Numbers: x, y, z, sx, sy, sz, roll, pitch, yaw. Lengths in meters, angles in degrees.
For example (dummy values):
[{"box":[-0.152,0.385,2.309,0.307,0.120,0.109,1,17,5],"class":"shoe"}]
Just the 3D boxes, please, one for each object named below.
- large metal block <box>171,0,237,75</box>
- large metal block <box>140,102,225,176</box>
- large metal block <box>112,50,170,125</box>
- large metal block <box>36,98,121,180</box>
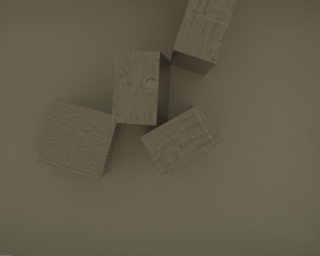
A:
[{"box":[0.051,-0.117,0.384,0.050,0.080,0.080,18,90,0],"class":"large metal block"},{"box":[0.025,0.012,0.384,0.080,0.080,0.050,-30,91,0],"class":"large metal block"},{"box":[-0.020,-0.047,0.377,0.050,0.080,0.079,4,95,10],"class":"large metal block"},{"box":[-0.100,0.013,0.398,0.080,0.050,0.080,16,90,0],"class":"large metal block"}]
